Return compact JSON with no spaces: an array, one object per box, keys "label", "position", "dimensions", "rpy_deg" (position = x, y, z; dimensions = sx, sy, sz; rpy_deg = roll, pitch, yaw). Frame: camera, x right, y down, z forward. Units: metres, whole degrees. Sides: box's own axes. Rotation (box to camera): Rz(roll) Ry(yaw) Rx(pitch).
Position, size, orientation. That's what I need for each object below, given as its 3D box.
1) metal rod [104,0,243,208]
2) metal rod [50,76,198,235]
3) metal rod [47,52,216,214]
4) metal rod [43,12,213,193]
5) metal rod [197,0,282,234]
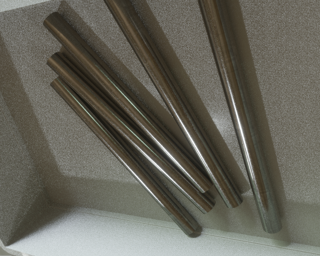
[{"label":"metal rod","position":[0.024,-0.024,0.379],"dimensions":[0.025,0.025,0.299],"rpy_deg":[-21,108,35]},{"label":"metal rod","position":[-0.049,0.043,0.459],"dimensions":[0.300,0.025,0.025],"rpy_deg":[49,128,-7]},{"label":"metal rod","position":[-0.038,0.009,0.432],"dimensions":[0.300,0.025,0.025],"rpy_deg":[44,129,-3]},{"label":"metal rod","position":[-0.037,-0.029,0.408],"dimensions":[0.300,0.025,0.025],"rpy_deg":[47,129,-6]},{"label":"metal rod","position":[0.099,0.001,0.356],"dimensions":[0.025,0.025,0.298],"rpy_deg":[-8,115,31]}]
